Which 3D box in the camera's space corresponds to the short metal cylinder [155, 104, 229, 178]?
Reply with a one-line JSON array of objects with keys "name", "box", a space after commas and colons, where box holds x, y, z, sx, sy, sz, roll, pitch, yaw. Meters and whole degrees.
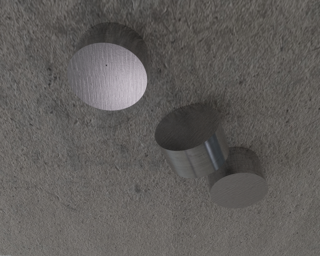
[{"name": "short metal cylinder", "box": [0.040, 0.015, 0.384, 0.080, 0.080, 0.050, -16, 128, 13]}]

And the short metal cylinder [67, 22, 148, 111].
[{"name": "short metal cylinder", "box": [-0.053, -0.066, 0.334, 0.081, 0.050, 0.079, 0, 130, 0]}]

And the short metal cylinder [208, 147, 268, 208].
[{"name": "short metal cylinder", "box": [0.111, 0.073, 0.454, 0.081, 0.050, 0.079, 0, 130, 0]}]
